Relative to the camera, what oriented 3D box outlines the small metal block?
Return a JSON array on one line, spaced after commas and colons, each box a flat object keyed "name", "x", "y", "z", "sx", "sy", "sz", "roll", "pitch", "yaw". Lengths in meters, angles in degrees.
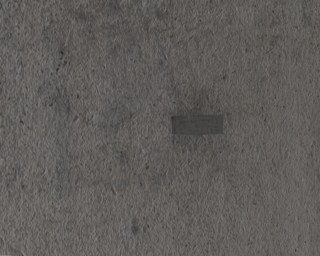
[{"name": "small metal block", "x": 0.049, "y": -0.004, "z": 0.413, "sx": 0.050, "sy": 0.050, "sz": 0.025, "roll": -1, "pitch": 91, "yaw": -20}]
